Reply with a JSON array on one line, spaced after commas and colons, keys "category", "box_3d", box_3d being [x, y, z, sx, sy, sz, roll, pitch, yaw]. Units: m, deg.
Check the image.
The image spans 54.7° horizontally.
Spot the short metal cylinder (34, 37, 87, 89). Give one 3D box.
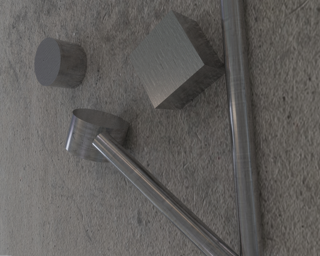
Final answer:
[{"category": "short metal cylinder", "box_3d": [-0.170, -0.109, 0.529, 0.080, 0.050, 0.080, 0, 90, 40]}]

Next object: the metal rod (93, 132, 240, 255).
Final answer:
[{"category": "metal rod", "box_3d": [0.031, 0.106, 0.344, 0.300, 0.025, 0.025, 40, 115, 20]}]

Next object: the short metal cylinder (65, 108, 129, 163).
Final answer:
[{"category": "short metal cylinder", "box_3d": [-0.090, 0.009, 0.443, 0.080, 0.081, 0.050, 28, 108, 36]}]

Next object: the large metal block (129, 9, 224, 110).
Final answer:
[{"category": "large metal block", "box_3d": [0.019, -0.078, 0.373, 0.080, 0.050, 0.080, -39, 66, 33]}]

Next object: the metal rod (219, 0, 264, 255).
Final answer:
[{"category": "metal rod", "box_3d": [0.086, -0.016, 0.333, 0.025, 0.025, 0.298, -6, 86, 40]}]
